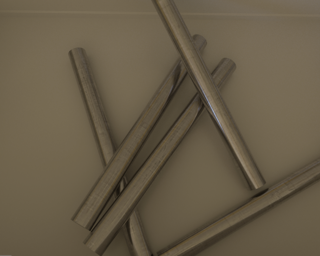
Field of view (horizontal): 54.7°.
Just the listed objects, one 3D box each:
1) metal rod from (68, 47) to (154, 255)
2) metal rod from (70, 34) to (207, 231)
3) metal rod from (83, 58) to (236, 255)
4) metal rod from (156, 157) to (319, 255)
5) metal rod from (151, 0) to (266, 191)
[{"bbox_3d":[-0.069,0.024,0.400,0.025,0.025,0.299,-19,71,-7],"label":"metal rod"},{"bbox_3d":[-0.014,-0.012,0.395,0.025,0.025,0.300,27,65,9],"label":"metal rod"},{"bbox_3d":[0.013,0.019,0.385,0.025,0.025,0.301,33,67,11],"label":"metal rod"},{"bbox_3d":[0.134,0.086,0.378,0.302,0.025,0.025,-27,72,-10],"label":"metal rod"},{"bbox_3d":[0.054,-0.062,0.391,0.025,0.025,0.299,-26,87,-9],"label":"metal rod"}]
